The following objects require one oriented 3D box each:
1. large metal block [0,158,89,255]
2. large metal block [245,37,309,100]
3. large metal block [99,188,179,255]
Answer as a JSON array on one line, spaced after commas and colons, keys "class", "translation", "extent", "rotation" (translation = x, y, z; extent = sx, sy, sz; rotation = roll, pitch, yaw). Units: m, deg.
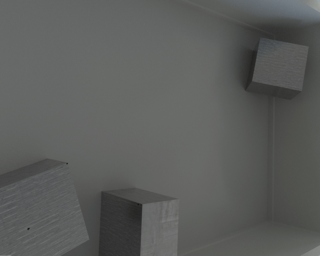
[{"class": "large metal block", "translation": [-0.123, 0.081, 0.288], "extent": [0.081, 0.050, 0.079], "rotation": [-21, 103, -38]}, {"class": "large metal block", "translation": [0.200, -0.101, 0.534], "extent": [0.080, 0.050, 0.080], "rotation": [13, 79, 5]}, {"class": "large metal block", "translation": [-0.026, 0.116, 0.351], "extent": [0.050, 0.080, 0.080], "rotation": [4, 88, -40]}]
